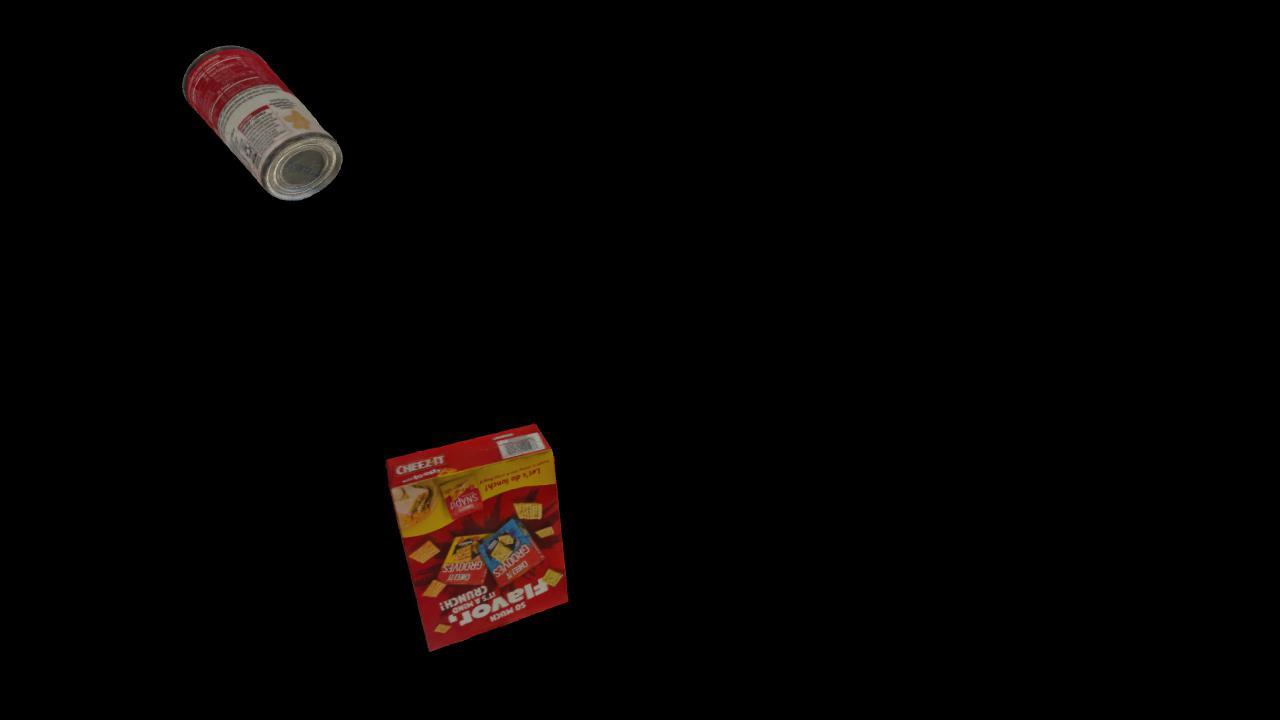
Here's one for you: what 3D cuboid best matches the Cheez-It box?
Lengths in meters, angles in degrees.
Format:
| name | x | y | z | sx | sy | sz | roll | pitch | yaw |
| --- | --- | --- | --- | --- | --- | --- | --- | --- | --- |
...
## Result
| name | x | y | z | sx | sy | sz | roll | pitch | yaw |
| --- | --- | --- | --- | --- | --- | --- | --- | --- | --- |
| Cheez-It box | -0.174 | 0.196 | 0.687 | 0.166 | 0.223 | 0.071 | -13 | 26 | -21 |

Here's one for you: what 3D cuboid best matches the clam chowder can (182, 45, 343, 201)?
| name | x | y | z | sx | sy | sz | roll | pitch | yaw |
| --- | --- | --- | --- | --- | --- | --- | --- | --- | --- |
| clam chowder can | -0.296 | -0.185 | 0.486 | 0.068 | 0.102 | 0.068 | -42 | -7 | -6 |
